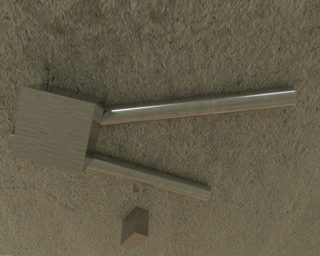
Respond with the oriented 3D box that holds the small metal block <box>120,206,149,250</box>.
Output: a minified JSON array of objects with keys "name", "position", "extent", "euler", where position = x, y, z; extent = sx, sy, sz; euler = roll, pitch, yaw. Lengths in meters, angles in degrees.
[{"name":"small metal block","position":[-0.044,0.174,0.538],"extent":[0.025,0.050,0.050],"euler":[27,125,-21]}]

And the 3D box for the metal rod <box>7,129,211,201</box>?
[{"name":"metal rod","position":[-0.062,0.059,0.456],"extent":[0.302,0.025,0.025],"euler":[18,128,-16]}]

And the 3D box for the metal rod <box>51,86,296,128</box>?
[{"name":"metal rod","position":[0.011,-0.023,0.387],"extent":[0.302,0.025,0.025],"euler":[-6,130,4]}]

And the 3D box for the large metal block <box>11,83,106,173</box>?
[{"name":"large metal block","position":[-0.115,-0.002,0.359],"extent":[0.080,0.050,0.079],"euler":[14,102,0]}]
